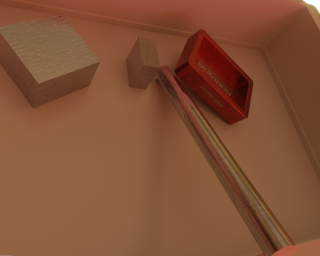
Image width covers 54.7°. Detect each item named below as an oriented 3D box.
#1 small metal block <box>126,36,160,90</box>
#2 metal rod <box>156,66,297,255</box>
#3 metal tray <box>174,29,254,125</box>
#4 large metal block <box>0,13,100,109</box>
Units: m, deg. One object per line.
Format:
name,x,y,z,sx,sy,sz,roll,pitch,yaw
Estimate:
small metal block,-0.025,-0.090,0.433,0.025,0.050,0.050,6,59,-26
metal rod,0.051,0.009,0.352,0.025,0.025,0.300,5,35,-26
metal tray,0.088,-0.078,0.478,0.130,0.030,0.090,39,48,-21
large metal block,-0.133,-0.082,0.368,0.081,0.050,0.080,-32,80,-38
